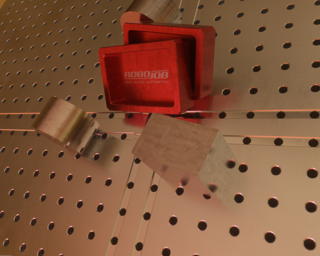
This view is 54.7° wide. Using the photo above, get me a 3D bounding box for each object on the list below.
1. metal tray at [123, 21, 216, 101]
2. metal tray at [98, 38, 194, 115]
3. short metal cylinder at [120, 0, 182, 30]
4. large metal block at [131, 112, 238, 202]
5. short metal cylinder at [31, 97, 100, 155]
[{"bbox_3d":[0.009,-0.094,0.421,0.130,0.089,0.030,17,30,34],"label":"metal tray"},{"bbox_3d":[-0.021,-0.067,0.414,0.130,0.030,0.089,5,109,36],"label":"metal tray"},{"bbox_3d":[-0.013,-0.164,0.478,0.080,0.080,0.050,15,65,34],"label":"short metal cylinder"},{"bbox_3d":[0.030,0.032,0.338,0.080,0.080,0.050,16,70,34],"label":"large metal block"},{"bbox_3d":[-0.134,-0.002,0.445,0.080,0.080,0.050,17,71,35],"label":"short metal cylinder"}]
